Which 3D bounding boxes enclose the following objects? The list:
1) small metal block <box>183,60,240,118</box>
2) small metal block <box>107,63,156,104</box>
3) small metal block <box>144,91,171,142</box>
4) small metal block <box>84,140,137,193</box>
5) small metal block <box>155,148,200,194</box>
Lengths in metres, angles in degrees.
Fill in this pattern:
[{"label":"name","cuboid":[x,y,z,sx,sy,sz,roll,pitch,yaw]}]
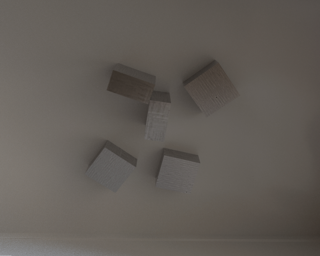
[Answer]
[{"label":"small metal block","cuboid":[0.065,-0.050,0.393,0.050,0.025,0.050,-34,107,11]},{"label":"small metal block","cuboid":[-0.033,-0.055,0.377,0.050,0.050,0.025,19,109,-7]},{"label":"small metal block","cuboid":[-0.003,-0.016,0.392,0.025,0.050,0.050,8,110,-3]},{"label":"small metal block","cuboid":[-0.067,0.054,0.430,0.050,0.025,0.050,35,106,-12]},{"label":"small metal block","cuboid":[0.024,0.060,0.434,0.050,0.025,0.050,13,110,-5]}]
